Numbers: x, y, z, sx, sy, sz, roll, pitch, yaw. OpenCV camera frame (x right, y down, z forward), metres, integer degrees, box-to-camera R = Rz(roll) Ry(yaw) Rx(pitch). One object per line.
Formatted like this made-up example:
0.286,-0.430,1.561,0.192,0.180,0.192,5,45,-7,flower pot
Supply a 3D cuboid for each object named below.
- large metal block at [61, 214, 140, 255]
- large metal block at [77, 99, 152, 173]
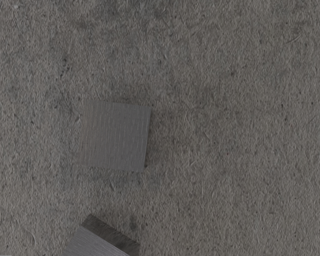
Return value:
-0.083,0.171,0.397,0.080,0.050,0.080,32,90,0,large metal block
-0.055,0.009,0.397,0.080,0.050,0.080,7,90,0,large metal block
